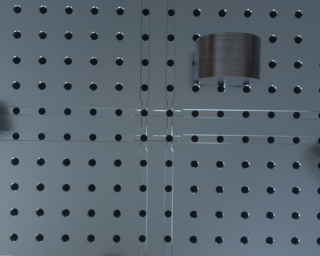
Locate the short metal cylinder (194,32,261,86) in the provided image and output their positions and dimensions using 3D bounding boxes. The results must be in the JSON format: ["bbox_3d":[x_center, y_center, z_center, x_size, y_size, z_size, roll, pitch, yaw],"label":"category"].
[{"bbox_3d":[0.084,-0.083,0.386,0.081,0.080,0.050,1,90,0],"label":"short metal cylinder"}]
